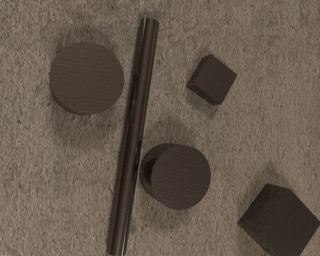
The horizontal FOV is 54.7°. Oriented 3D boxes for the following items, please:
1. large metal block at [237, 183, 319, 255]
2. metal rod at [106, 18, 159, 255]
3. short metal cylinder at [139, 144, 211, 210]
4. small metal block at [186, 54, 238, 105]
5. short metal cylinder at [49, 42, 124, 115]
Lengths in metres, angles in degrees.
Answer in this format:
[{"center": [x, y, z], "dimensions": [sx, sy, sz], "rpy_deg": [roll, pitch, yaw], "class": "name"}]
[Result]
[{"center": [0.178, 0.143, 0.464], "dimensions": [0.080, 0.050, 0.080], "rpy_deg": [45, 76, -15], "class": "large metal block"}, {"center": [-0.034, 0.009, 0.397], "dimensions": [0.025, 0.025, 0.298], "rpy_deg": [9, 87, -20], "class": "metal rod"}, {"center": [0.019, 0.061, 0.404], "dimensions": [0.081, 0.050, 0.079], "rpy_deg": [0, 90, -21], "class": "short metal cylinder"}, {"center": [0.073, -0.067, 0.437], "dimensions": [0.050, 0.025, 0.050], "rpy_deg": [33, 79, -17], "class": "small metal block"}, {"center": [-0.087, -0.055, 0.364], "dimensions": [0.081, 0.050, 0.079], "rpy_deg": [0, 90, -20], "class": "short metal cylinder"}]
